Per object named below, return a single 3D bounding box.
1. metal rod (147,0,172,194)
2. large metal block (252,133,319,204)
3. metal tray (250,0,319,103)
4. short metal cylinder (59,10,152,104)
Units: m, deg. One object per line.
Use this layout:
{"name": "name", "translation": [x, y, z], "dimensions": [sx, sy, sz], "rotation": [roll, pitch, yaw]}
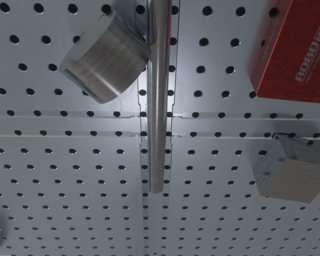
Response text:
{"name": "metal rod", "translation": [-0.004, -0.019, 0.395], "dimensions": [0.025, 0.025, 0.298], "rotation": [1, 130, -1]}
{"name": "large metal block", "translation": [0.193, 0.060, 0.448], "dimensions": [0.081, 0.050, 0.079], "rotation": [10, 129, -9]}
{"name": "metal tray", "translation": [0.162, -0.090, 0.334], "dimensions": [0.091, 0.030, 0.129], "rotation": [5, 130, -5]}
{"name": "short metal cylinder", "translation": [-0.055, -0.071, 0.314], "dimensions": [0.080, 0.080, 0.050], "rotation": [-33, 123, 24]}
